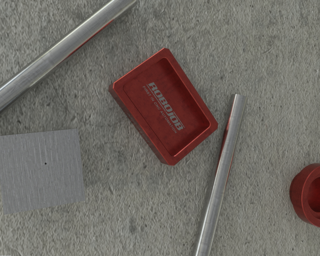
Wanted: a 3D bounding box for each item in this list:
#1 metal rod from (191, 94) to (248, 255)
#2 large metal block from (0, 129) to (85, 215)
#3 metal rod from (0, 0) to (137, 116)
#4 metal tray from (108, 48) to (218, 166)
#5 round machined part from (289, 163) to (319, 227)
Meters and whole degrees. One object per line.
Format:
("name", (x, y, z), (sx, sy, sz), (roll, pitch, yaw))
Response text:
("metal rod", (0.078, 0.098, 0.439), (0.025, 0.025, 0.299), (17, 84, -20))
("large metal block", (-0.132, 0.044, 0.347), (0.081, 0.050, 0.079), (-6, 92, -20))
("metal rod", (-0.142, -0.065, 0.356), (0.301, 0.025, 0.025), (-45, 104, -15))
("metal tray", (0.007, -0.027, 0.409), (0.090, 0.030, 0.130), (-39, 103, -16))
("round machined part", (0.249, 0.104, 0.494), (0.099, 0.042, 0.097), (0, 90, -21))
